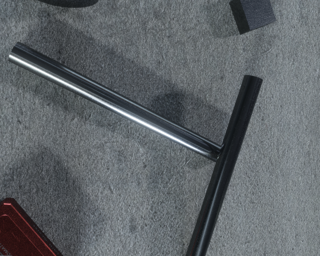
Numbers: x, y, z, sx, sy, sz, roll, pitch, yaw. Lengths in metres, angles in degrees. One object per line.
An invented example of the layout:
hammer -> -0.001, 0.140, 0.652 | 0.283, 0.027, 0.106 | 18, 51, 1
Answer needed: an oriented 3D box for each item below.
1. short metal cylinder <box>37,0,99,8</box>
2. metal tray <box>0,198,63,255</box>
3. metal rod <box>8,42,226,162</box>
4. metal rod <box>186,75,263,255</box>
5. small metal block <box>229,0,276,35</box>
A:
short metal cylinder -> -0.107, -0.173, 0.340 | 0.081, 0.080, 0.050 | 2, 90, -20
metal tray -> -0.166, 0.156, 0.345 | 0.090, 0.030, 0.130 | -38, 103, -16
metal rod -> -0.037, -0.022, 0.396 | 0.301, 0.025, 0.025 | 26, 81, -19
metal rod -> 0.080, 0.075, 0.418 | 0.025, 0.025, 0.298 | 17, 93, -20
small metal block -> 0.138, -0.173, 0.462 | 0.050, 0.025, 0.050 | -24, 98, -19
